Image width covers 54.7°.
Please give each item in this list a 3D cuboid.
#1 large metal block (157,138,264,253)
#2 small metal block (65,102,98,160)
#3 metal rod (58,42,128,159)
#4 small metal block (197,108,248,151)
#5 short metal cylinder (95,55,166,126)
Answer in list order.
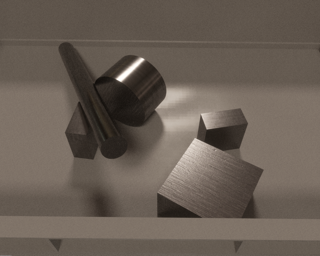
[{"bbox_3d":[0.053,0.069,0.331,0.080,0.050,0.080,25,54,19],"label":"large metal block"},{"bbox_3d":[-0.092,0.003,0.385,0.025,0.050,0.050,7,50,5],"label":"small metal block"},{"bbox_3d":[-0.098,-0.056,0.397,0.025,0.025,0.300,-18,36,-15],"label":"metal rod"},{"bbox_3d":[0.076,0.005,0.386,0.050,0.050,0.025,-8,51,-7],"label":"small metal block"},{"bbox_3d":[-0.039,-0.048,0.410,0.080,0.080,0.050,26,55,20],"label":"short metal cylinder"}]
